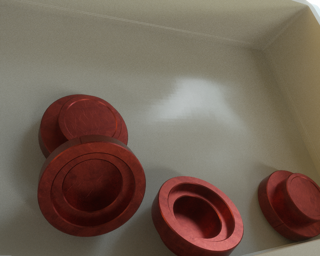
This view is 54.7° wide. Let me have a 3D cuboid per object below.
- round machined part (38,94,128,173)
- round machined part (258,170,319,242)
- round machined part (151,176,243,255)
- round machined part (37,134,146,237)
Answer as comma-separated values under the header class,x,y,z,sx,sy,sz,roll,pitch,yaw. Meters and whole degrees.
class,x,y,z,sx,sy,sz,roll,pitch,yaw
round machined part,-0.082,0.002,0.349,0.099,0.042,0.098,14,56,-21
round machined part,0.189,0.102,0.428,0.099,0.042,0.098,15,50,-18
round machined part,0.036,0.102,0.337,0.099,0.042,0.098,18,32,-11
round machined part,-0.067,0.052,0.305,0.099,0.042,0.097,-6,108,-18
